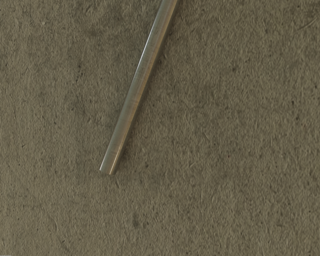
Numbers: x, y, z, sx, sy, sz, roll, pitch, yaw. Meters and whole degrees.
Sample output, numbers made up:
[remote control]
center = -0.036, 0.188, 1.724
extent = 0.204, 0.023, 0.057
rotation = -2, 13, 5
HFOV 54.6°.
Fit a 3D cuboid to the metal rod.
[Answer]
[metal rod]
center = -0.020, -0.078, 0.416
extent = 0.025, 0.025, 0.299
rotation = 24, 98, 18
